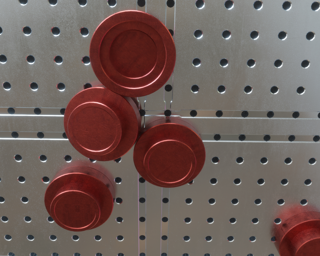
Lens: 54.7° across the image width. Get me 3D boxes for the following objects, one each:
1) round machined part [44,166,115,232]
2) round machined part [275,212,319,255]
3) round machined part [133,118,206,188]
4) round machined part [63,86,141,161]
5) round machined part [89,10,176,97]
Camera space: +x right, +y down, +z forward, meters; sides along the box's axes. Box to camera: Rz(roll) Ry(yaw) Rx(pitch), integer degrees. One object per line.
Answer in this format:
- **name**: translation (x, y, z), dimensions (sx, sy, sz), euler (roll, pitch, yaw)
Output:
- **round machined part**: translation (-0.116, 0.108, 0.442), dimensions (0.099, 0.042, 0.097), euler (0, 110, -1)
- **round machined part**: translation (0.232, 0.181, 0.475), dimensions (0.099, 0.042, 0.097), euler (0, 110, -1)
- **round machined part**: translation (0.013, 0.040, 0.419), dimensions (0.099, 0.042, 0.097), euler (0, 110, -1)
- **round machined part**: translation (-0.077, -0.003, 0.393), dimensions (0.099, 0.042, 0.097), euler (2, 104, 8)
- **round machined part**: translation (-0.031, -0.089, 0.371), dimensions (0.099, 0.042, 0.097), euler (0, 110, -1)
